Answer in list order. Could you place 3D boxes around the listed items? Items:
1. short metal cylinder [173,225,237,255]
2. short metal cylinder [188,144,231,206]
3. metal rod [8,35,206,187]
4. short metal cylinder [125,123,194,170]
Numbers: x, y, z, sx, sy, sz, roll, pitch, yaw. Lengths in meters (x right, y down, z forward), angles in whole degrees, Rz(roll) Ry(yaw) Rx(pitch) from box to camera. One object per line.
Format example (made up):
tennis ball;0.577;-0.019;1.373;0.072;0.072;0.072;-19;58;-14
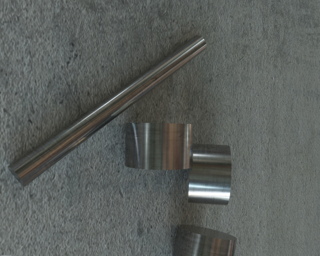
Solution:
short metal cylinder;0.060;0.166;0.419;0.080;0.080;0.050;19;78;-39
short metal cylinder;0.065;0.061;0.416;0.080;0.050;0.080;1;92;-85
metal rod;-0.039;-0.039;0.371;0.302;0.025;0.025;-41;115;-32
short metal cylinder;-0.001;0.020;0.368;0.081;0.080;0.050;2;89;-40
